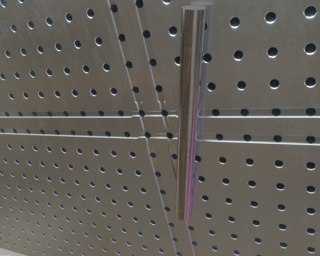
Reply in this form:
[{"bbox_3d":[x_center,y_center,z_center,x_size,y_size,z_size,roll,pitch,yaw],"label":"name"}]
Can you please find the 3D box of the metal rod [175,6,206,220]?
[{"bbox_3d":[0.035,0.004,0.394,0.025,0.025,0.298,13,124,20],"label":"metal rod"}]
